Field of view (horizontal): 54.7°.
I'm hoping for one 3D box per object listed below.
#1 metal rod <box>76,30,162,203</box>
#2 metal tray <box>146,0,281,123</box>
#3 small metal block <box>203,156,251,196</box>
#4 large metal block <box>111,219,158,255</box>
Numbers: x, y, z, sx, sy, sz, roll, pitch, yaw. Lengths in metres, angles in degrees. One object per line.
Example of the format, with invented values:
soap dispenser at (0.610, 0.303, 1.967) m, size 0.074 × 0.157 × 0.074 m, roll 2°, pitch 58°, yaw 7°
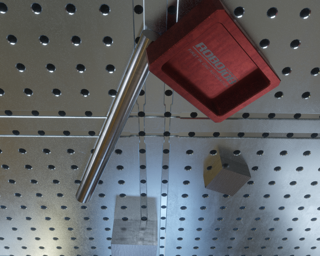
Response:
metal rod at (-0.066, 0.007, 0.416) m, size 0.025 × 0.025 × 0.298 m, roll 18°, pitch 128°, yaw -15°
metal tray at (0.060, -0.065, 0.335) m, size 0.090 × 0.030 × 0.130 m, roll -35°, pitch 134°, yaw 25°
small metal block at (0.103, 0.075, 0.477) m, size 0.050 × 0.025 × 0.050 m, roll 19°, pitch 127°, yaw -16°
large metal block at (-0.047, 0.215, 0.578) m, size 0.081 × 0.050 × 0.079 m, roll 3°, pitch 130°, yaw -3°
